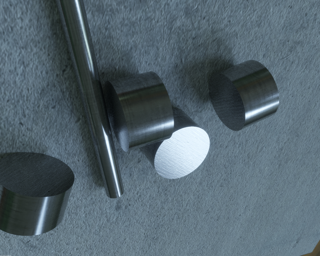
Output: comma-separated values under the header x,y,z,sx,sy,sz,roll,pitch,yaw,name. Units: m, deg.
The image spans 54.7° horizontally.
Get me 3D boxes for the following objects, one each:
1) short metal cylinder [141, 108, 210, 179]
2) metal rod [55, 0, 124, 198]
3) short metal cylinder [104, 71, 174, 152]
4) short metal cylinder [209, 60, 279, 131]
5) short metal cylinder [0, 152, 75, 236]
x,y,z,sx,sy,sz,roll,pitch,yaw,name
0.018,0.020,0.411,0.081,0.050,0.079,-15,127,-22,short metal cylinder
-0.075,-0.035,0.344,0.025,0.025,0.298,-19,126,-18,metal rod
-0.025,-0.019,0.346,0.050,0.080,0.079,-16,125,-19,short metal cylinder
0.107,-0.042,0.404,0.050,0.080,0.080,-23,127,-15,short metal cylinder
-0.140,0.069,0.338,0.081,0.080,0.050,8,115,-32,short metal cylinder
